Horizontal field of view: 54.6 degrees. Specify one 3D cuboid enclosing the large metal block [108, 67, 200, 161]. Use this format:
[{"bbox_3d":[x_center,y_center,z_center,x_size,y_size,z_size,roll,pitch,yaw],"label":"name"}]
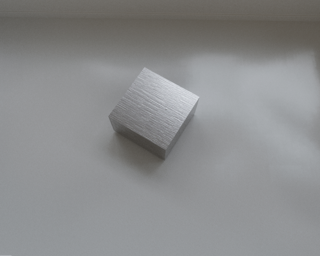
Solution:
[{"bbox_3d":[-0.007,-0.017,0.399,0.080,0.050,0.080,30,72,10],"label":"large metal block"}]
